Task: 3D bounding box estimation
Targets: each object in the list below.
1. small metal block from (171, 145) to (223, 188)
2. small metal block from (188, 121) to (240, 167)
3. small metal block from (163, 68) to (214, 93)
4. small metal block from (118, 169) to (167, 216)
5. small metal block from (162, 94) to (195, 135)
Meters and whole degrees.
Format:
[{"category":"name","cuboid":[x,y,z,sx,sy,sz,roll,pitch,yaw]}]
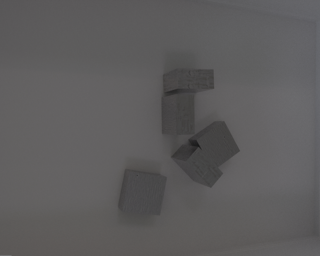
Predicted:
[{"category":"small metal block","cuboid":[0.048,0.050,0.415,0.025,0.050,0.050,-47,105,-14]},{"category":"small metal block","cuboid":[0.077,0.024,0.439,0.050,0.025,0.050,-33,101,-17]},{"category":"small metal block","cuboid":[0.037,-0.062,0.410,0.050,0.050,0.025,-2,91,-20]},{"category":"small metal block","cuboid":[-0.023,0.083,0.402,0.050,0.025,0.050,12,86,-20]},{"category":"small metal block","cuboid":[0.023,-0.017,0.405,0.025,0.050,0.050,-1,91,-20]}]
